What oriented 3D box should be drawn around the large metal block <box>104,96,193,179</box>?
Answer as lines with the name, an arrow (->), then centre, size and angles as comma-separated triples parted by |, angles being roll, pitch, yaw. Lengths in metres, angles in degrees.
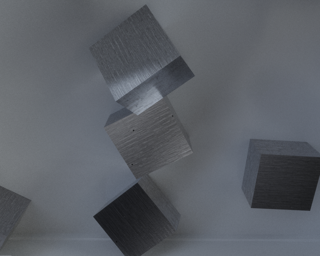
large metal block -> -0.013, 0.007, 0.400 | 0.080, 0.050, 0.080 | -26, 108, 9

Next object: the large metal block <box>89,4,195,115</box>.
large metal block -> -0.021, -0.075, 0.349 | 0.080, 0.050, 0.080 | -34, 65, 11

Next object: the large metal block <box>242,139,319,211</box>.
large metal block -> 0.164, 0.063, 0.424 | 0.081, 0.050, 0.079 | 3, 110, -2

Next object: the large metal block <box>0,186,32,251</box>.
large metal block -> -0.239, 0.122, 0.424 | 0.080, 0.080, 0.050 | 29, 107, -11

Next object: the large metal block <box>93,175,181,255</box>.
large metal block -> -0.030, 0.122, 0.432 | 0.080, 0.050, 0.080 | -39, 89, 12
